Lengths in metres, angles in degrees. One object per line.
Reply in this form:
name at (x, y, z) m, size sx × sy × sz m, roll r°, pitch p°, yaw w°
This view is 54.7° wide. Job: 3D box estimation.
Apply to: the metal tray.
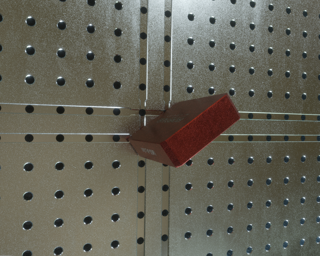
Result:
metal tray at (0.022, 0.001, 0.366) m, size 0.090 × 0.130 × 0.030 m, roll -36°, pitch 102°, yaw -17°
